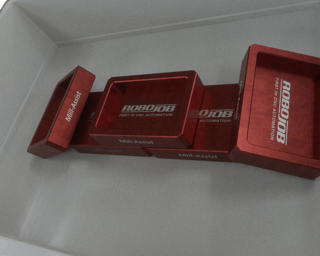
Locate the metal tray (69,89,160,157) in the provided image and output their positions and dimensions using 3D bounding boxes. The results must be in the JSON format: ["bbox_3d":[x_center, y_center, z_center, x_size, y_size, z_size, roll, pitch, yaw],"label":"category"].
[{"bbox_3d":[-0.061,-0.009,0.439,0.130,0.030,0.090,0,62,28],"label":"metal tray"}]

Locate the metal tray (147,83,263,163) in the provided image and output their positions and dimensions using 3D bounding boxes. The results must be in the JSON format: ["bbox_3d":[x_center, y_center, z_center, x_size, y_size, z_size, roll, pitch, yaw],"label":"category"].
[{"bbox_3d":[0.054,-0.007,0.378,0.130,0.030,0.090,0,62,28],"label":"metal tray"}]

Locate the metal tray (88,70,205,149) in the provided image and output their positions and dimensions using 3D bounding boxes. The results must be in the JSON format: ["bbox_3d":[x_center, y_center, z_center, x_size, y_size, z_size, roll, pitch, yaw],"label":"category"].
[{"bbox_3d":[-0.018,-0.023,0.385,0.130,0.030,0.090,1,61,28],"label":"metal tray"}]

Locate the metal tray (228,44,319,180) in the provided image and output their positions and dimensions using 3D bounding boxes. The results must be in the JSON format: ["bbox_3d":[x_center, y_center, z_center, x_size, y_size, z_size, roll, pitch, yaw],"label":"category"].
[{"bbox_3d":[0.127,-0.020,0.322,0.090,0.030,0.130,13,65,3],"label":"metal tray"}]

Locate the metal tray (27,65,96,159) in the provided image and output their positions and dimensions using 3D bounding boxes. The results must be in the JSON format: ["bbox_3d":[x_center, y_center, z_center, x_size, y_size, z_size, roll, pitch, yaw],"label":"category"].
[{"bbox_3d":[-0.150,-0.022,0.470,0.090,0.030,0.130,-17,50,50],"label":"metal tray"}]
